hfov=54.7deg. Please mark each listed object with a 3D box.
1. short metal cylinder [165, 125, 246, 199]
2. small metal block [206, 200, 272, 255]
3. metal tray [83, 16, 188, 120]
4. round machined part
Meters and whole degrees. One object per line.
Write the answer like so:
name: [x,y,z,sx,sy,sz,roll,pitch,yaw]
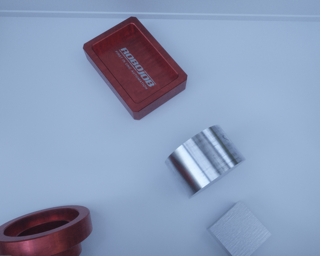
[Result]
short metal cylinder: [0.053,0.040,0.366,0.080,0.080,0.050,-32,74,-11]
small metal block: [0.092,0.123,0.366,0.050,0.025,0.050,-38,75,-13]
metal tray: [-0.035,-0.087,0.438,0.090,0.030,0.130,-35,74,-12]
round machined part: [-0.122,0.120,0.330,0.099,0.098,0.042,-9,94,-4]
